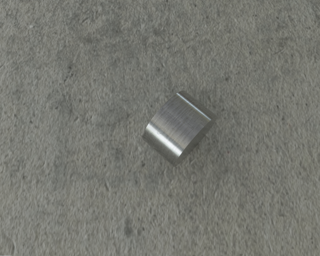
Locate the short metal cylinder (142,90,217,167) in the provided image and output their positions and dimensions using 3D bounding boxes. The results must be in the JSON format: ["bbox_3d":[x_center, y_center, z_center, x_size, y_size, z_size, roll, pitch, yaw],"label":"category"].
[{"bbox_3d":[0.025,0.001,0.379,0.050,0.080,0.080,41,75,13],"label":"short metal cylinder"}]
